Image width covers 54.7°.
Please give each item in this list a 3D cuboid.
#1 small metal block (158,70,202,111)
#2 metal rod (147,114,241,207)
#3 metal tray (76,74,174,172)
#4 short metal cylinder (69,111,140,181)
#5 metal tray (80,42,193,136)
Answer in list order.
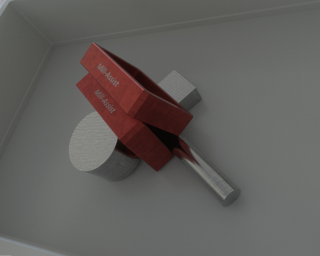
[{"bbox_3d":[0.019,-0.043,0.419,0.050,0.025,0.050,-42,51,-1],"label":"small metal block"},{"bbox_3d":[-0.008,-0.011,0.415,0.025,0.025,0.300,-43,51,-2],"label":"metal rod"},{"bbox_3d":[-0.045,-0.011,0.391,0.030,0.090,0.130,-43,51,-1],"label":"metal tray"},{"bbox_3d":[-0.070,0.023,0.401,0.080,0.050,0.080,-14,61,28],"label":"short metal cylinder"},{"bbox_3d":[-0.030,-0.048,0.373,0.030,0.090,0.130,-54,50,12],"label":"metal tray"}]
